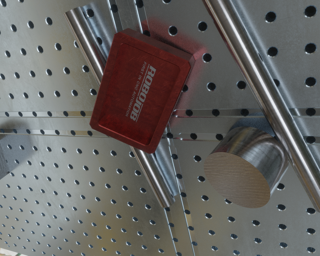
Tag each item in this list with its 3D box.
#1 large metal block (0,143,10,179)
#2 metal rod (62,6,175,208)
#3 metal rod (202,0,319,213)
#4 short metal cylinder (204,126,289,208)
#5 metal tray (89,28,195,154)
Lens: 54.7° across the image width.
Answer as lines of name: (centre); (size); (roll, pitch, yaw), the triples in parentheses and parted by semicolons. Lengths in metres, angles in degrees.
large metal block: (-0.353, 0.073, 0.603); (0.050, 0.080, 0.079); (13, 124, 21)
metal rod: (-0.048, -0.015, 0.425); (0.025, 0.025, 0.299); (-12, 113, 33)
metal rod: (0.116, -0.031, 0.330); (0.025, 0.025, 0.299); (-23, 106, 36)
short metal cylinder: (0.098, 0.045, 0.357); (0.080, 0.050, 0.079); (28, 141, 26)
metal tray: (-0.025, -0.041, 0.373); (0.090, 0.030, 0.129); (24, 119, 2)
